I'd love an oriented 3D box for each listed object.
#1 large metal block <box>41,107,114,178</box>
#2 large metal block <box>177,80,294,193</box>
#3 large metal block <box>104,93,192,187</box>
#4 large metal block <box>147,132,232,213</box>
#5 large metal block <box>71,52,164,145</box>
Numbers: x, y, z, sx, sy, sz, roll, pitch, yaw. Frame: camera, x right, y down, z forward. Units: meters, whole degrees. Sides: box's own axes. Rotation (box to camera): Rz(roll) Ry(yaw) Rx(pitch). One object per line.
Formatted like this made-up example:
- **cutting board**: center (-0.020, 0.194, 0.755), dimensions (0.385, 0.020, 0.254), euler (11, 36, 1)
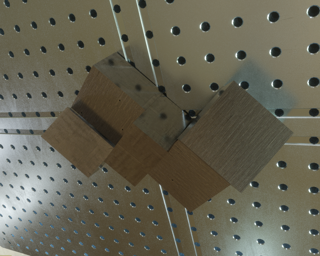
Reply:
- **large metal block**: center (-0.104, 0.018, 0.433), dimensions (0.080, 0.080, 0.050), euler (41, 91, -1)
- **large metal block**: center (0.077, 0.009, 0.333), dimensions (0.080, 0.050, 0.080), euler (41, 89, -1)
- **large metal block**: center (-0.014, 0.014, 0.392), dimensions (0.050, 0.080, 0.080), euler (40, 129, -1)
- **large metal block**: center (0.042, 0.050, 0.404), dimensions (0.080, 0.050, 0.080), euler (43, 129, 1)
- **large metal block**: center (-0.056, -0.036, 0.403), dimensions (0.080, 0.050, 0.080), euler (41, 131, -1)
